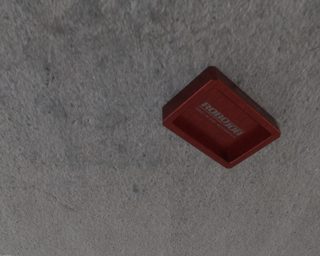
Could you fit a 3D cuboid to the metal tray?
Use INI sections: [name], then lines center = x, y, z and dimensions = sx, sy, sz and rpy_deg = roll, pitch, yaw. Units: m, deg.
[metal tray]
center = 0.078, -0.008, 0.398
dimensions = 0.130, 0.030, 0.090
rpy_deg = 34, 122, -26
